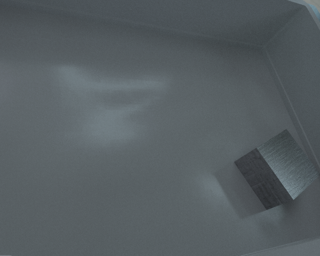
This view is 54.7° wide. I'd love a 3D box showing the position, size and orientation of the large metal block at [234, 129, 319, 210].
[{"bbox_3d":[0.169,0.058,0.448,0.081,0.050,0.080,-23,74,-37],"label":"large metal block"}]
